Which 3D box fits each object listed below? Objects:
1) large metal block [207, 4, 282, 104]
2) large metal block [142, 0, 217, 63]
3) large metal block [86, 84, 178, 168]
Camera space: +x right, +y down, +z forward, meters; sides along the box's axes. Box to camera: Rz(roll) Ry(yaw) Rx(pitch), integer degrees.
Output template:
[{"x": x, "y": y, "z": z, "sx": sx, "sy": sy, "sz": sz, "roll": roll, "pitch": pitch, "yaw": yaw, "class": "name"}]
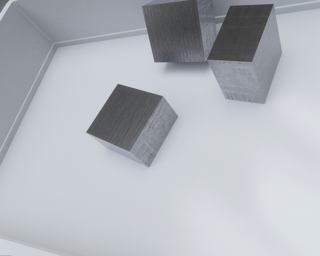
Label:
[{"x": 0.104, "y": -0.086, "z": 0.369, "sx": 0.050, "sy": 0.080, "sz": 0.080, "roll": 12, "pitch": 68, "yaw": 33, "class": "large metal block"}, {"x": 0.030, "y": -0.139, "z": 0.431, "sx": 0.080, "sy": 0.080, "sz": 0.050, "roll": 6, "pitch": 35, "yaw": 31, "class": "large metal block"}, {"x": -0.036, "y": -0.005, "z": 0.412, "sx": 0.080, "sy": 0.050, "sz": 0.080, "roll": 19, "pitch": 72, "yaw": 35, "class": "large metal block"}]
